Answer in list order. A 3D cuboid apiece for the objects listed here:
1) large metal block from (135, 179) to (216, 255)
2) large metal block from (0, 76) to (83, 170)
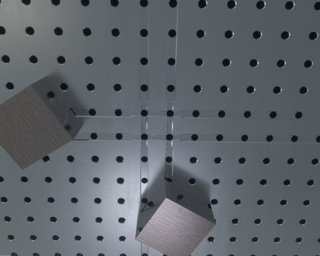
[{"bbox_3d":[0.021,0.134,0.450,0.080,0.050,0.080,30,107,-11],"label":"large metal block"},{"bbox_3d":[-0.161,-0.007,0.396,0.080,0.050,0.080,-30,108,10],"label":"large metal block"}]
